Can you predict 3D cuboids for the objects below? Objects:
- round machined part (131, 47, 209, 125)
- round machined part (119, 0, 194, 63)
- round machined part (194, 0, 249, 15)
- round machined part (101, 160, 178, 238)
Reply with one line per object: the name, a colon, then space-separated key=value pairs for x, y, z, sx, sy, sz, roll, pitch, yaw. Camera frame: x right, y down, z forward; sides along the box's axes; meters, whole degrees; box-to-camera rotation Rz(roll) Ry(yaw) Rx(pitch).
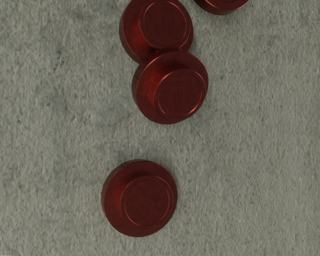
round machined part: x=0.017 y=-0.047 z=0.387 sx=0.099 sy=0.042 sz=0.097 roll=-11 pitch=121 yaw=-18
round machined part: x=0.000 y=-0.129 z=0.401 sx=0.099 sy=0.042 sz=0.097 roll=0 pitch=90 yaw=-21
round machined part: x=0.079 y=-0.205 z=0.430 sx=0.099 sy=0.042 sz=0.097 roll=0 pitch=90 yaw=-21
round machined part: x=-0.022 y=0.090 z=0.393 sx=0.099 sy=0.042 sz=0.097 roll=0 pitch=90 yaw=-21
